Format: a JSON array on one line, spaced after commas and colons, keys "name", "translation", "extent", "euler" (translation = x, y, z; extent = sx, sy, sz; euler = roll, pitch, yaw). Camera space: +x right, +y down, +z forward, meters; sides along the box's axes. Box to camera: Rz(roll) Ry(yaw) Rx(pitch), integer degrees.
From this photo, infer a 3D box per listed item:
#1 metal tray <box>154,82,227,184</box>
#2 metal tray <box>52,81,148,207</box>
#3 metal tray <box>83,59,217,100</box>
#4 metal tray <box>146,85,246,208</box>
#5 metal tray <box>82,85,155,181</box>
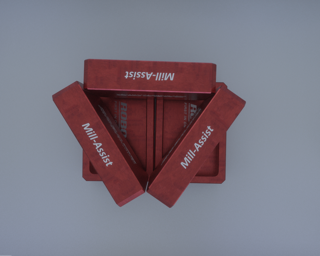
[{"name": "metal tray", "translation": [0.039, 0.005, 0.408], "extent": [0.091, 0.030, 0.129], "euler": [1, 89, 0]}, {"name": "metal tray", "translation": [-0.060, 0.015, 0.346], "extent": [0.030, 0.090, 0.130], "euler": [-31, 90, 1]}, {"name": "metal tray", "translation": [-0.010, -0.051, 0.346], "extent": [0.131, 0.090, 0.030], "euler": [2, 91, 0]}, {"name": "metal tray", "translation": [0.036, 0.018, 0.346], "extent": [0.030, 0.090, 0.130], "euler": [35, 90, 0]}, {"name": "metal tray", "translation": [-0.053, 0.003, 0.408], "extent": [0.091, 0.030, 0.129], "euler": [0, 89, 0]}]
